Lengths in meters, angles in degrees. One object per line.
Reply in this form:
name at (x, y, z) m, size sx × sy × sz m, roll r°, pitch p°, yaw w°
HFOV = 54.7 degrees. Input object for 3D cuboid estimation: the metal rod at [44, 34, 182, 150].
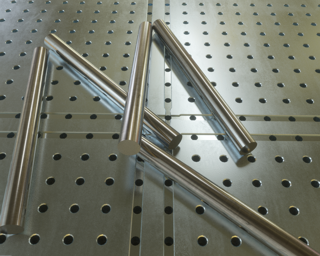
metal rod at (-0.084, -0.066, 0.461) m, size 0.025 × 0.025 × 0.300 m, roll -36°, pitch 59°, yaw -26°

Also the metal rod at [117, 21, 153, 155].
metal rod at (-0.030, -0.080, 0.449) m, size 0.025 × 0.025 × 0.300 m, roll 2°, pitch 42°, yaw 1°

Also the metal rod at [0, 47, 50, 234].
metal rod at (-0.174, -0.009, 0.413) m, size 0.025 × 0.025 × 0.300 m, roll -6°, pitch 50°, yaw -5°

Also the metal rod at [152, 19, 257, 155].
metal rod at (0.054, -0.081, 0.475) m, size 0.025 × 0.025 × 0.300 m, roll -17°, pitch 52°, yaw -14°

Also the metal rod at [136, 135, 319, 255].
metal rod at (0.083, 0.090, 0.332) m, size 0.300 × 0.025 × 0.025 m, roll 32°, pitch 57°, yaw 24°
